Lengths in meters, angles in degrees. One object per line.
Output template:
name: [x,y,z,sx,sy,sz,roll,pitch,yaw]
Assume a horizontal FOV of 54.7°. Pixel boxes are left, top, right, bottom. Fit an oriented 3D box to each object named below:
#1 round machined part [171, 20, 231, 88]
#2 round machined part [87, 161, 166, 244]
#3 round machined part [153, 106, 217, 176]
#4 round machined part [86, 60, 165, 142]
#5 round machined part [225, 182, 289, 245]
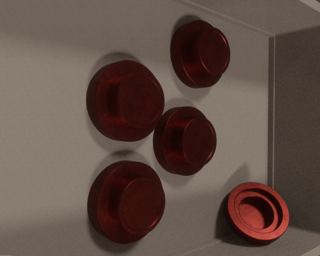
round machined part: [0.065,-0.108,0.453,0.099,0.042,0.097,0,90,-40]
round machined part: [-0.032,0.089,0.370,0.099,0.042,0.097,0,90,-40]
round machined part: [0.042,0.018,0.433,0.099,0.042,0.097,0,90,-40]
round machined part: [-0.033,-0.032,0.369,0.099,0.042,0.097,0,90,-40]
round machined part: [0.154,0.141,0.505,0.098,0.098,0.042,-43,156,-32]
